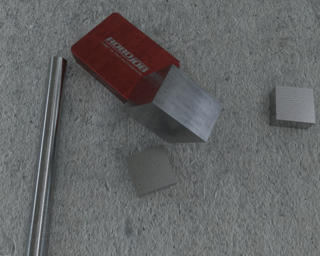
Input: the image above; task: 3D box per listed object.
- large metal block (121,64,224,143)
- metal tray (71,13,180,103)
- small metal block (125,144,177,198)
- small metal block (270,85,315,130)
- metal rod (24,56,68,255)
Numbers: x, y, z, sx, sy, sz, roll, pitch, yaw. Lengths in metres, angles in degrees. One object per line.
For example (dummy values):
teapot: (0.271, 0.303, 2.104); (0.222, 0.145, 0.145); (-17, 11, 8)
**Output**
large metal block: (0.013, -0.024, 0.372); (0.080, 0.080, 0.050); (35, 70, -24)
metal tray: (-0.048, -0.095, 0.439); (0.130, 0.030, 0.090); (41, 75, 13)
small metal block: (-0.012, 0.054, 0.388); (0.050, 0.025, 0.050); (-18, 71, -7)
small metal block: (0.178, -0.028, 0.421); (0.050, 0.025, 0.050); (6, 70, 2)
metal rod: (-0.143, 0.045, 0.389); (0.025, 0.025, 0.299); (-1, 70, -1)
